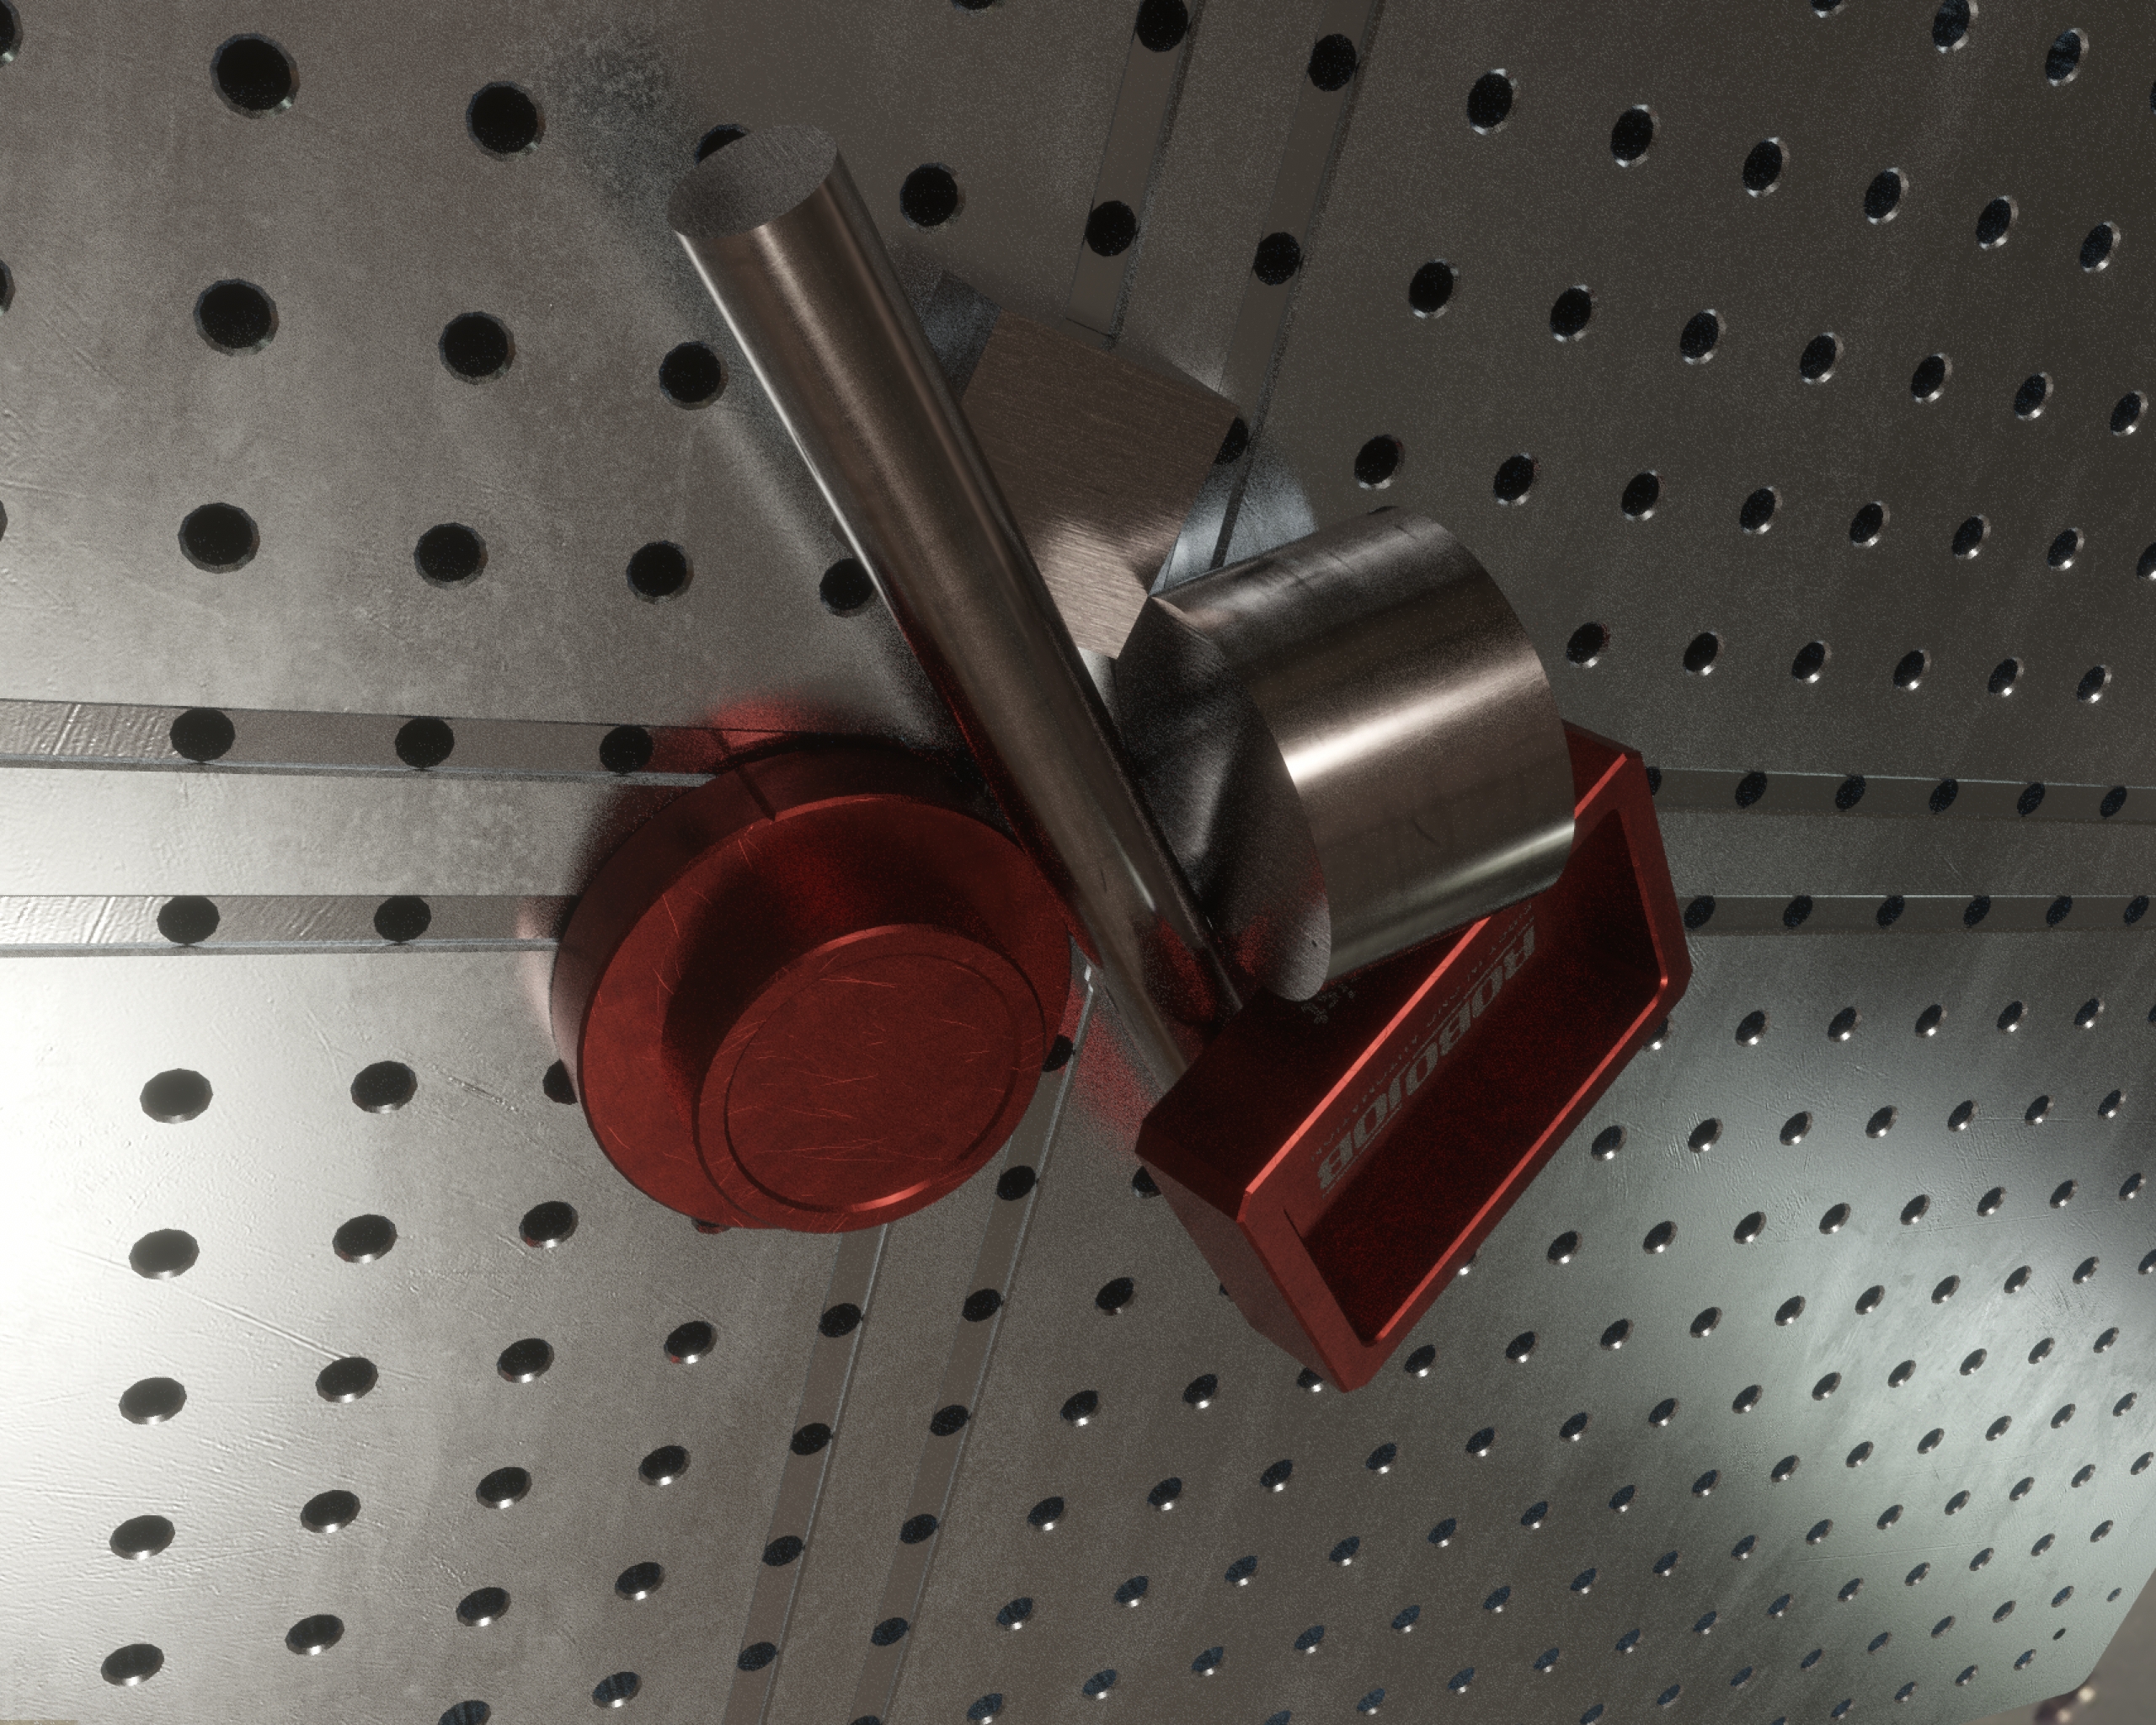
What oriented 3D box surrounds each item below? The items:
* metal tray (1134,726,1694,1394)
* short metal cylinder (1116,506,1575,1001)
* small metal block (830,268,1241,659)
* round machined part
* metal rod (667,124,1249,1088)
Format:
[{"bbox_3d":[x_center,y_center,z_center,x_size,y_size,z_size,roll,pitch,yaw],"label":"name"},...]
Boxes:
[{"bbox_3d":[0.078,0.041,0.450,0.130,0.030,0.090,-47,139,-16],"label":"metal tray"},{"bbox_3d":[0.048,-0.021,0.391,0.050,0.080,0.080,-23,127,-15],"label":"short metal cylinder"},{"bbox_3d":[-0.008,-0.069,0.366,0.050,0.025,0.050,14,111,-34],"label":"small metal block"},{"bbox_3d":[-0.045,0.031,0.395,0.099,0.042,0.097,-14,125,-21],"label":"round machined part"},{"bbox_3d":[0.004,-0.002,0.392,0.025,0.025,0.299,-35,137,-6],"label":"metal rod"}]
